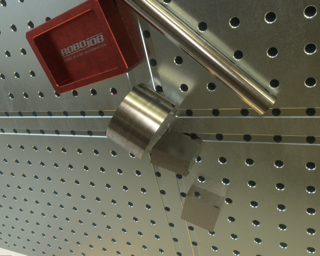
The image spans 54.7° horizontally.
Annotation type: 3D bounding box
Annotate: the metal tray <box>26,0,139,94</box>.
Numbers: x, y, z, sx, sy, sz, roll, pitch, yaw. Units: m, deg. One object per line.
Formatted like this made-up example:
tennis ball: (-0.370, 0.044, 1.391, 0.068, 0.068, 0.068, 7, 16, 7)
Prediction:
metal tray: (-0.101, -0.101, 0.396, 0.130, 0.030, 0.090, -11, 113, 32)

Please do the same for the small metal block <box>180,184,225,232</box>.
small metal block: (0.061, 0.117, 0.450, 0.050, 0.025, 0.050, 20, 126, 16)

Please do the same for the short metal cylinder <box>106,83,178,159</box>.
short metal cylinder: (-0.021, -0.008, 0.381, 0.050, 0.080, 0.079, 33, 129, 6)

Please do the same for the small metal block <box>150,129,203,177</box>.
small metal block: (0.022, 0.031, 0.401, 0.050, 0.050, 0.025, 19, 126, 16)

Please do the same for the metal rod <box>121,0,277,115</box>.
metal rod: (0.001, -0.119, 0.335, 0.300, 0.025, 0.025, 39, 129, 0)
